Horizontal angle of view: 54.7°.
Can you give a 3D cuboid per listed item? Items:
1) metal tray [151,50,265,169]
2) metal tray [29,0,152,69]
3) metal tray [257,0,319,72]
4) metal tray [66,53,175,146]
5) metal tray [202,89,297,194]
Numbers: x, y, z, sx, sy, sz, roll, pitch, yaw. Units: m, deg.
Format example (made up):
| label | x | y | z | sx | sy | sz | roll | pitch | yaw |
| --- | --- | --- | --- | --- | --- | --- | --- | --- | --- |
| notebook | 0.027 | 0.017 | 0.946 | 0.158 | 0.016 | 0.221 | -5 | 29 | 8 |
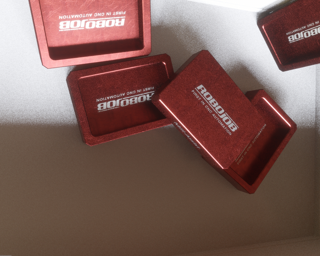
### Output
| label | x | y | z | sx | sy | sz | roll | pitch | yaw |
| --- | --- | --- | --- | --- | --- | --- | --- | --- | --- |
| metal tray | 0.064 | -0.022 | 0.399 | 0.130 | 0.030 | 0.090 | 47 | 76 | -14 |
| metal tray | -0.077 | -0.124 | 0.358 | 0.131 | 0.030 | 0.089 | -12 | 122 | -20 |
| metal tray | 0.204 | -0.134 | 0.429 | 0.030 | 0.130 | 0.090 | -34 | 101 | -17 |
| metal tray | -0.042 | -0.037 | 0.392 | 0.131 | 0.030 | 0.089 | -16 | 96 | -19 |
| metal tray | 0.134 | 0.019 | 0.456 | 0.090 | 0.030 | 0.130 | 42 | 77 | -15 |
